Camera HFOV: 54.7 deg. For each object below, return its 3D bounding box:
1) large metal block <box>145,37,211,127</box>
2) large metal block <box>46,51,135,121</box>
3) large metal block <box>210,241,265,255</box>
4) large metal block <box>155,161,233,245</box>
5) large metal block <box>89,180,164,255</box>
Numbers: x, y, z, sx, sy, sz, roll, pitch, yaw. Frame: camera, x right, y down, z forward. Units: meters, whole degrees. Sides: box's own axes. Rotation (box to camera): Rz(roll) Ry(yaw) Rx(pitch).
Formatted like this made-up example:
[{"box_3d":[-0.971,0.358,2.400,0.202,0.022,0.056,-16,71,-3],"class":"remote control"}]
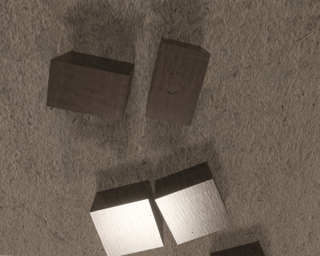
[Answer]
[{"box_3d":[0.018,-0.057,0.360,0.050,0.080,0.079,12,110,-5],"class":"large metal block"},{"box_3d":[-0.076,-0.052,0.360,0.081,0.080,0.050,11,110,-5],"class":"large metal block"},{"box_3d":[0.131,0.235,0.485,0.080,0.050,0.080,-16,110,5],"class":"large metal block"},{"box_3d":[0.046,0.105,0.436,0.080,0.050,0.080,-22,109,7],"class":"large metal block"},{"box_3d":[-0.044,0.130,0.444,0.080,0.050,0.080,-14,110,5],"class":"large metal block"}]
